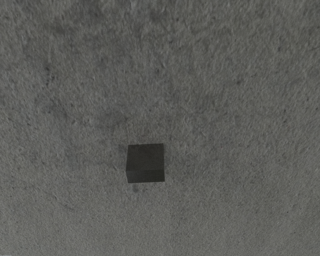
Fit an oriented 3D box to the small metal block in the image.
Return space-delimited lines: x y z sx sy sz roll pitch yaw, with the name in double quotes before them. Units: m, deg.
"small metal block" -0.019 0.049 0.432 0.050 0.050 0.025 -3 130 2
